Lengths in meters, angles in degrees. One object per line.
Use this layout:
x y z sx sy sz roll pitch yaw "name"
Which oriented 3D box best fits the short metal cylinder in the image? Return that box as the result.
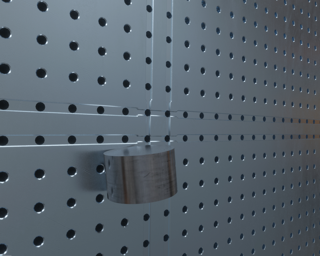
-0.022 0.050 0.354 0.081 0.080 0.050 -8 95 -40 "short metal cylinder"
